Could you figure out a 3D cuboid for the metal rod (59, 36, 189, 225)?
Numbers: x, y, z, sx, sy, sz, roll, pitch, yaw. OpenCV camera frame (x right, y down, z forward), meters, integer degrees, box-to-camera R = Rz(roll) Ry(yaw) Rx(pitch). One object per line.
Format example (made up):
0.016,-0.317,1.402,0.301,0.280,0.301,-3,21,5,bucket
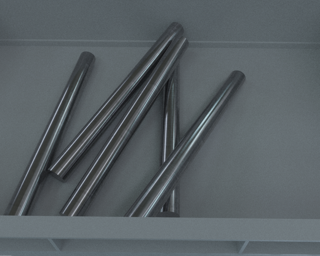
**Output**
-0.031,-0.018,0.400,0.025,0.025,0.301,20,59,16,metal rod

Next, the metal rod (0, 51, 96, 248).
-0.135,0.001,0.403,0.025,0.025,0.300,6,50,5,metal rod

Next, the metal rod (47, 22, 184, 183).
-0.046,-0.053,0.431,0.025,0.025,0.301,24,59,18,metal rod

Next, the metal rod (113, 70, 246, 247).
0.044,0.010,0.372,0.025,0.025,0.301,24,47,19,metal rod

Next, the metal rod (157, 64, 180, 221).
0.015,-0.021,0.422,0.025,0.025,0.300,2,50,1,metal rod
